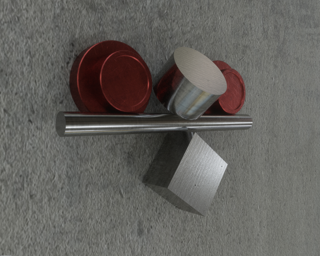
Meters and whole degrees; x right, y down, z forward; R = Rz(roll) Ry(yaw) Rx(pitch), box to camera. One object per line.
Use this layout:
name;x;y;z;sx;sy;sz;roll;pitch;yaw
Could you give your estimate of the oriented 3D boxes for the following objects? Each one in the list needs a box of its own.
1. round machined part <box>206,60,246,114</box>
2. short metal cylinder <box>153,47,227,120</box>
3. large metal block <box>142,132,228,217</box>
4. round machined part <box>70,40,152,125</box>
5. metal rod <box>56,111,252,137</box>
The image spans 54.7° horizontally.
round machined part;0.094;-0.054;0.473;0.099;0.042;0.097;0;90;-40
short metal cylinder;0.038;-0.057;0.397;0.080;0.050;0.080;22;43;-22
large metal block;0.036;0.060;0.417;0.080;0.050;0.080;43;64;-32
round machined part;-0.048;-0.051;0.354;0.099;0.042;0.097;0;90;-40
metal rod;0.020;-0.007;0.395;0.302;0.025;0.025;-1;91;-40
